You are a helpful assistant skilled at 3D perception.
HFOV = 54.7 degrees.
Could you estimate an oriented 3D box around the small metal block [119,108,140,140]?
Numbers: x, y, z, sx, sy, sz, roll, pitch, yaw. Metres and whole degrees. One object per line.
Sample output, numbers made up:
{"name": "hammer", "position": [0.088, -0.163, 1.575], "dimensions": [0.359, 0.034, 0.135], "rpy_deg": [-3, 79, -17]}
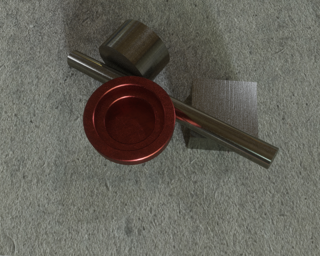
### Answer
{"name": "small metal block", "position": [-0.037, -0.002, 0.397], "dimensions": [0.025, 0.050, 0.050], "rpy_deg": [-2, 70, -1]}

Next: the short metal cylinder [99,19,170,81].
{"name": "short metal cylinder", "position": [-0.034, -0.097, 0.415], "dimensions": [0.080, 0.080, 0.050], "rpy_deg": [36, 74, 12]}

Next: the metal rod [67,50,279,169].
{"name": "metal rod", "position": [-0.003, -0.034, 0.382], "dimensions": [0.300, 0.025, 0.025], "rpy_deg": [29, 72, 24]}

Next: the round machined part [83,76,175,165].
{"name": "round machined part", "position": [-0.033, -0.006, 0.350], "dimensions": [0.099, 0.042, 0.098], "rpy_deg": [0, 71, -1]}

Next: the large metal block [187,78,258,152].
{"name": "large metal block", "position": [0.079, -0.015, 0.403], "dimensions": [0.081, 0.050, 0.080], "rpy_deg": [4, 70, 1]}
